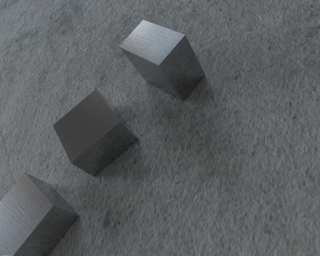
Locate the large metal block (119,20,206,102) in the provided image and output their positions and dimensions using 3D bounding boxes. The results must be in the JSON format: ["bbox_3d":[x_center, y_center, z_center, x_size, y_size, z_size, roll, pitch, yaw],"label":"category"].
[{"bbox_3d":[0.005,-0.091,0.421,0.080,0.080,0.050,33,81,38],"label":"large metal block"}]

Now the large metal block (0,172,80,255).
[{"bbox_3d":[-0.166,0.118,0.401,0.080,0.050,0.080,30,78,37],"label":"large metal block"}]

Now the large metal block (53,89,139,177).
[{"bbox_3d":[-0.090,0.006,0.429,0.080,0.050,0.080,-40,51,0],"label":"large metal block"}]
